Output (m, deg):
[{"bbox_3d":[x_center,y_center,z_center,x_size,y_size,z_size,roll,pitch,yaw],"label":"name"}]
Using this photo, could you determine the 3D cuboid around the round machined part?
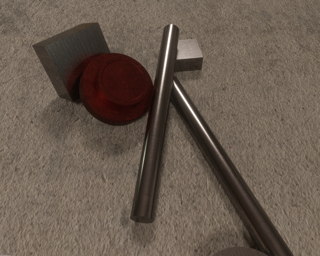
[{"bbox_3d":[-0.053,-0.055,0.409,0.099,0.042,0.098,7,72,-22],"label":"round machined part"}]

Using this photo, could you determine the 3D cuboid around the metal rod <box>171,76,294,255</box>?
[{"bbox_3d":[0.070,0.039,0.371,0.025,0.025,0.300,-17,52,-14],"label":"metal rod"}]

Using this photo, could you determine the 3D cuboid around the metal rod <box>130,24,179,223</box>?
[{"bbox_3d":[0.000,-0.029,0.405,0.025,0.025,0.300,6,57,4],"label":"metal rod"}]

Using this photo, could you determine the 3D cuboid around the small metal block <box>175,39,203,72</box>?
[{"bbox_3d":[0.039,-0.118,0.503,0.050,0.025,0.050,-6,50,-6],"label":"small metal block"}]

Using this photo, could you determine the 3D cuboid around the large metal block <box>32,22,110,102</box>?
[{"bbox_3d":[-0.116,-0.094,0.436,0.080,0.080,0.050,-36,33,-26],"label":"large metal block"}]

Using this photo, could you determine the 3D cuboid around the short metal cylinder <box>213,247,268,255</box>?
[{"bbox_3d":[0.068,0.150,0.262,0.081,0.050,0.080,0,50,0],"label":"short metal cylinder"}]
